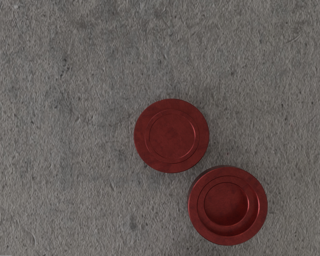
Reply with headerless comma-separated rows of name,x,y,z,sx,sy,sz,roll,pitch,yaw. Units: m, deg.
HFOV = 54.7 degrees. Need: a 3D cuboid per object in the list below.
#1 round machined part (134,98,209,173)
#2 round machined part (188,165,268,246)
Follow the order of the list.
round machined part,0.015,0.010,0.401,0.099,0.042,0.097,0,90,0
round machined part,0.084,0.096,0.402,0.099,0.042,0.097,0,90,0
